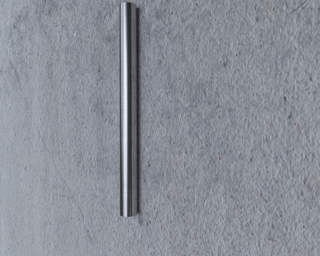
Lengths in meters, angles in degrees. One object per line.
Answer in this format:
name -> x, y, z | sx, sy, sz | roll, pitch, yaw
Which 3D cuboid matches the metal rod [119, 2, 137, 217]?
metal rod -> -0.045, -0.026, 0.443 | 0.025, 0.025, 0.298 | 0, 90, 40
